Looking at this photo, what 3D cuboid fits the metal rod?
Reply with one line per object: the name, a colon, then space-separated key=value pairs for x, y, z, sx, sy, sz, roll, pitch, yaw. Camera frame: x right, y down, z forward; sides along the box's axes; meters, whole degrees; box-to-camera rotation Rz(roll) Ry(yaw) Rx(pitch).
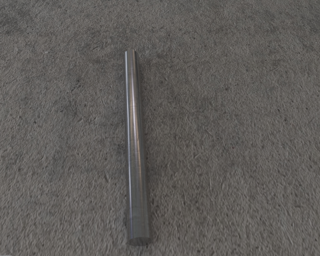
metal rod: x=-0.033 y=-0.001 z=0.404 sx=0.025 sy=0.025 sz=0.300 roll=-4 pitch=50 yaw=-3
